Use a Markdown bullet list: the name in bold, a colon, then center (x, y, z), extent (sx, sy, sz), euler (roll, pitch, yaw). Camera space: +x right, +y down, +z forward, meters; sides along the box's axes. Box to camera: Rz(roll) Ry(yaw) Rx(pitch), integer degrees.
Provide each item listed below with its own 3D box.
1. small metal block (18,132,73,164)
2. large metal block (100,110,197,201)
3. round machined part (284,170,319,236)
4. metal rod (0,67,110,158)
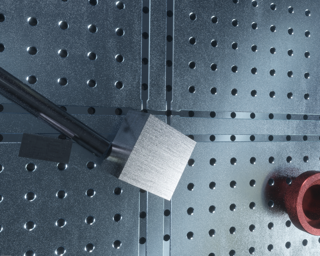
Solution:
- **small metal block**: center (-0.129, 0.022, 0.352), extent (0.050, 0.050, 0.025), euler (12, 86, -20)
- **large metal block**: center (-0.013, 0.033, 0.384), extent (0.080, 0.050, 0.080), euler (32, 79, -34)
- **round machined part**: center (0.239, 0.116, 0.492), extent (0.099, 0.042, 0.097), euler (0, 90, -20)
- **metal rod**: center (-0.186, -0.059, 0.343), extent (0.301, 0.025, 0.025), euler (36, 78, -17)
